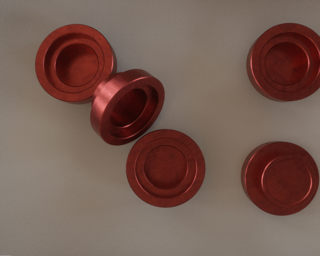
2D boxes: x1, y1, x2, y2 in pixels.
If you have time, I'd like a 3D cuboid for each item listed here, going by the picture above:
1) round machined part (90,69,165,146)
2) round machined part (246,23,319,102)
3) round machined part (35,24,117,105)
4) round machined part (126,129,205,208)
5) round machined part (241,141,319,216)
[{"bbox_3d":[-0.044,-0.029,0.382,0.042,0.098,0.098,40,90,30],"label":"round machined part"},{"bbox_3d":[0.162,-0.082,0.405,0.099,0.042,0.097,0,90,-1],"label":"round machined part"},{"bbox_3d":[-0.103,-0.078,0.397,0.099,0.042,0.097,0,85,6],"label":"round machined part"},{"bbox_3d":[0.007,0.050,0.403,0.099,0.042,0.097,0,90,-1],"label":"round machined part"},{"bbox_3d":[0.160,0.067,0.405,0.099,0.042,0.097,0,90,-1],"label":"round machined part"}]
